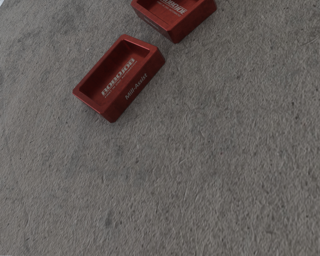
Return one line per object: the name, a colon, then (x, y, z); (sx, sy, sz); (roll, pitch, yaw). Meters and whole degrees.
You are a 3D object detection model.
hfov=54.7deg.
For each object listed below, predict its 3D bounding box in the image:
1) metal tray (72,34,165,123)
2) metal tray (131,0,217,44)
metal tray: (-0.065, -0.081, 0.484); (0.090, 0.030, 0.130); (33, 80, 38)
metal tray: (0.019, -0.204, 0.515); (0.090, 0.030, 0.130); (-41, 51, 0)
